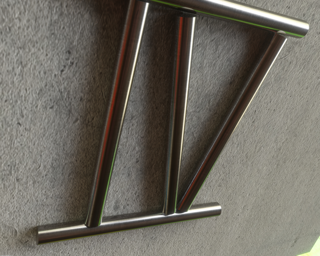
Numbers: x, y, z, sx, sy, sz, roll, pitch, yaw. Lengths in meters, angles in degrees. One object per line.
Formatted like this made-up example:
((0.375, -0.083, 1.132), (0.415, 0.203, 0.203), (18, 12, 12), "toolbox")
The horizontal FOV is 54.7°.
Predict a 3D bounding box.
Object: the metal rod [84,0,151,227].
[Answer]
((-0.058, 0.000, 0.377), (0.025, 0.025, 0.298), (1, 118, -29), "metal rod")

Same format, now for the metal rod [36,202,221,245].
((-0.030, 0.143, 0.481), (0.303, 0.025, 0.025), (1, 118, -29), "metal rod")

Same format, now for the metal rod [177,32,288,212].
((0.098, 0.002, 0.465), (0.025, 0.025, 0.298), (14, 111, -35), "metal rod")

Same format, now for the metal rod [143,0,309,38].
((0.065, -0.140, 0.359), (0.303, 0.025, 0.025), (1, 118, -29), "metal rod")

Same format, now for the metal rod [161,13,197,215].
((0.021, 0.002, 0.422), (0.025, 0.025, 0.298), (-11, 123, -23), "metal rod")
